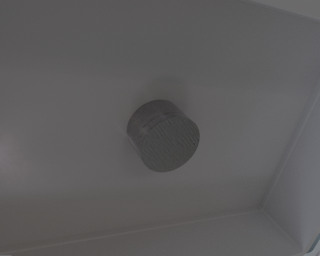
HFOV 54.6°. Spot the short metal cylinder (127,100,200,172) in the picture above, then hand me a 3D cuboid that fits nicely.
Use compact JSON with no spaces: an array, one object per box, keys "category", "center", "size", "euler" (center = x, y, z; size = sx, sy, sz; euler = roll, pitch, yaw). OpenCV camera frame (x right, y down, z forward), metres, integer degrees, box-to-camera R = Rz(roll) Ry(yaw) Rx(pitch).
[{"category":"short metal cylinder","center":[0.004,0.010,0.400],"size":[0.081,0.050,0.080],"euler":[-14,124,-21]}]
